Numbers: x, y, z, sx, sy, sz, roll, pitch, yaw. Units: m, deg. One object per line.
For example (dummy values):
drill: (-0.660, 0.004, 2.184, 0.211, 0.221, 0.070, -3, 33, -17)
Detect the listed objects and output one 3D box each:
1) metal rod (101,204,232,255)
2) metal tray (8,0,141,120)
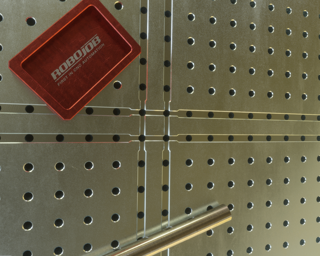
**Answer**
metal rod: (-0.040, 0.164, 0.399, 0.302, 0.025, 0.025, -17, 96, -20)
metal tray: (-0.098, -0.083, 0.373, 0.090, 0.030, 0.130, 47, 75, -14)
